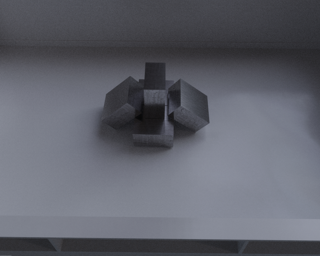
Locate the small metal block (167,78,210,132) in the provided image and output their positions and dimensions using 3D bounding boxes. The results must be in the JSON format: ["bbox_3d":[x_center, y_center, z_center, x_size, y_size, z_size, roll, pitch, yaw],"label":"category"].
[{"bbox_3d":[0.038,-0.030,0.413,0.050,0.025,0.050,29,44,-28],"label":"small metal block"}]

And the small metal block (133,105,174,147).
[{"bbox_3d":[-0.007,-0.003,0.405,0.050,0.025,0.050,2,50,2],"label":"small metal block"}]

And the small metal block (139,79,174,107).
[{"bbox_3d":[-0.006,-0.042,0.437,0.050,0.025,0.050,2,50,1],"label":"small metal block"}]

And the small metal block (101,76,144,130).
[{"bbox_3d":[-0.049,-0.033,0.412,0.050,0.025,0.050,-30,41,32],"label":"small metal block"}]

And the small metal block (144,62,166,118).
[{"bbox_3d":[-0.006,-0.047,0.393,0.025,0.050,0.050,1,50,0],"label":"small metal block"}]
